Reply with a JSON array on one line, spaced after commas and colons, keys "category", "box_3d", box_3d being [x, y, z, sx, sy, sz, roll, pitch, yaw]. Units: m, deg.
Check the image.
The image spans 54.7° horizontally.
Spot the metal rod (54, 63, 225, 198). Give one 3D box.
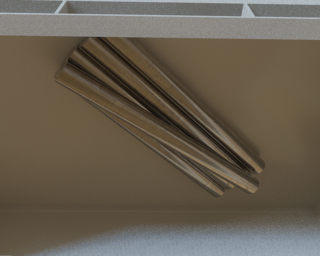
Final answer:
[{"category": "metal rod", "box_3d": [-0.009, 0.016, 0.421, 0.025, 0.025, 0.301, -36, 122, 26]}]

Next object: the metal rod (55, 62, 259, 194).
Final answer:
[{"category": "metal rod", "box_3d": [0.015, 0.012, 0.384, 0.301, 0.025, 0.025, 31, 123, -24]}]

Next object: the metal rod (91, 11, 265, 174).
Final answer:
[{"category": "metal rod", "box_3d": [0.041, -0.026, 0.385, 0.025, 0.025, 0.301, -36, 122, 26]}]

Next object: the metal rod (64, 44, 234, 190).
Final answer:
[{"category": "metal rod", "box_3d": [0.006, 0.001, 0.408, 0.025, 0.025, 0.301, -36, 122, 26]}]

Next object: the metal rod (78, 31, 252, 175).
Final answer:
[{"category": "metal rod", "box_3d": [0.025, -0.011, 0.398, 0.025, 0.025, 0.301, -36, 122, 26]}]
